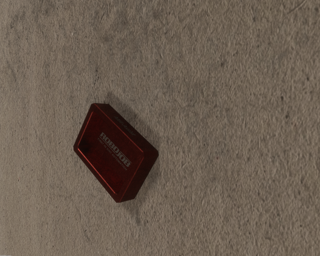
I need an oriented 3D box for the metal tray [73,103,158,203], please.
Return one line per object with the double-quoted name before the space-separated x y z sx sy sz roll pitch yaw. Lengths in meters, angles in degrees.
"metal tray" -0.070 0.033 0.456 0.130 0.030 0.089 42 115 31
